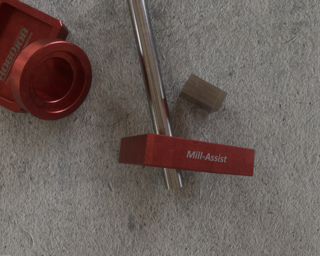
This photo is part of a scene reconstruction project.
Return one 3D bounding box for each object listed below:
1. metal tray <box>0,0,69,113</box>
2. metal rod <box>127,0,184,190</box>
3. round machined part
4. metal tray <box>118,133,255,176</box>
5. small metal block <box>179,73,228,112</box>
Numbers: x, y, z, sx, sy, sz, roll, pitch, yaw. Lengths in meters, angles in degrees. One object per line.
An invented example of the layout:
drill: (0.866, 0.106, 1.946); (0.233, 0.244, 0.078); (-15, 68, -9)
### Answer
metal tray: (-0.191, -0.095, 0.404); (0.090, 0.030, 0.129); (26, 90, -1)
metal rod: (-0.010, -0.068, 0.409); (0.025, 0.025, 0.298); (-12, 90, 0)
round machined part: (-0.136, -0.062, 0.380); (0.042, 0.098, 0.098); (26, 90, 32)
metal tray: (0.029, 0.033, 0.354); (0.131, 0.090, 0.030); (9, 81, -24)
small metal block: (0.054, -0.043, 0.398); (0.050, 0.050, 0.025); (29, 90, -1)
